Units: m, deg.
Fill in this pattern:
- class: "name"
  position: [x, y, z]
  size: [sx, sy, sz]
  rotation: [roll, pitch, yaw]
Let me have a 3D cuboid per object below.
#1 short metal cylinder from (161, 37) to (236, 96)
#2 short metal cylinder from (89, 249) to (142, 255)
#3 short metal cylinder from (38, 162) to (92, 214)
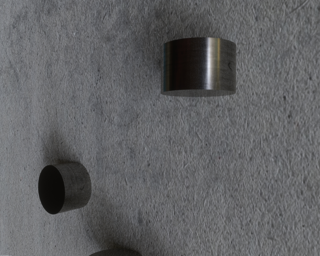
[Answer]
- class: "short metal cylinder"
  position: [0.041, -0.062, 0.335]
  size: [0.080, 0.081, 0.050]
  rotation: [1, 91, 40]
- class: "short metal cylinder"
  position: [-0.063, 0.205, 0.421]
  size: [0.080, 0.081, 0.050]
  rotation: [-1, 90, 40]
- class: "short metal cylinder"
  position: [-0.161, 0.100, 0.522]
  size: [0.080, 0.050, 0.080]
  rotation: [0, 90, 40]
